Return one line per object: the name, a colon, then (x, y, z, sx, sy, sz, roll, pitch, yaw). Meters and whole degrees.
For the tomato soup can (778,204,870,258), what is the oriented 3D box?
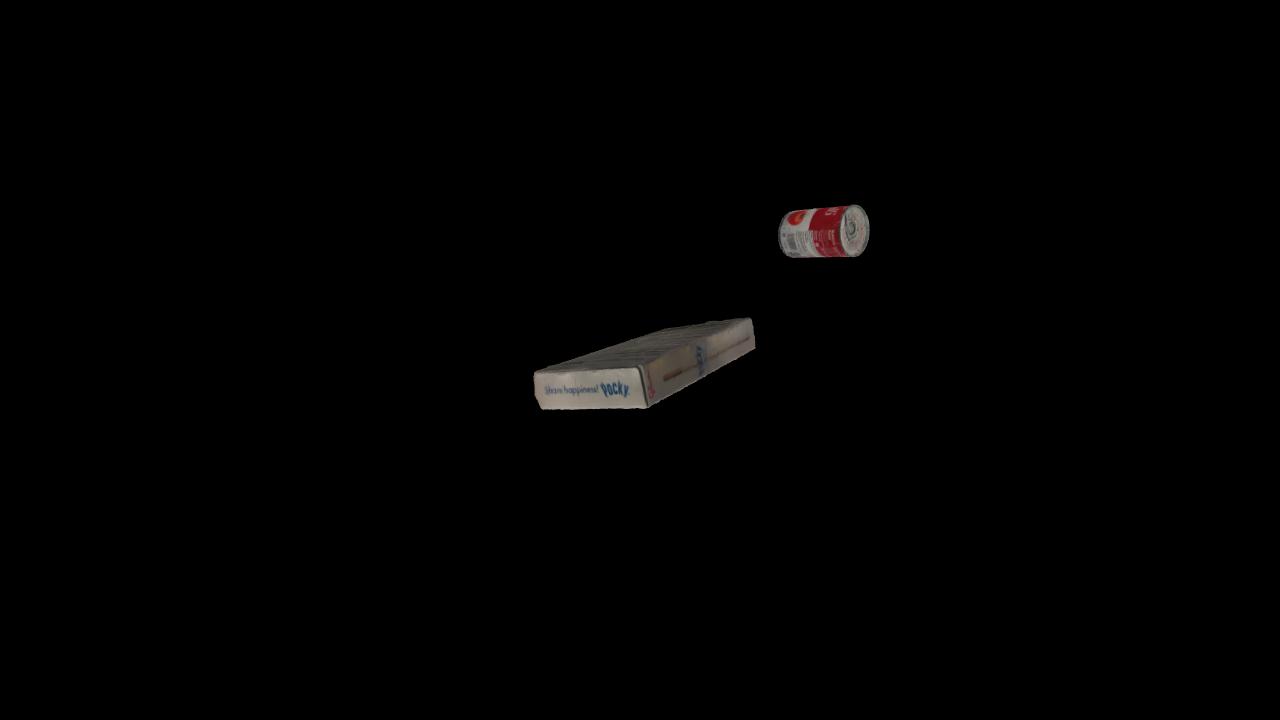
tomato soup can: (0.248, -0.172, 0.834, 0.068, 0.068, 0.101, 0, 6, -38)

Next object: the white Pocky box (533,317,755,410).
white Pocky box: (0.011, 0.000, 0.416, 0.084, 0.028, 0.154, -5, 10, 35)
